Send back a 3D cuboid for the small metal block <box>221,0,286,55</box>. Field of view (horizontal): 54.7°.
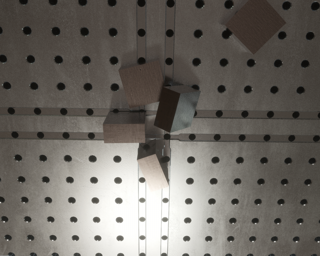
[{"bbox_3d":[0.110,-0.125,0.369,0.050,0.025,0.050,41,105,-14],"label":"small metal block"}]

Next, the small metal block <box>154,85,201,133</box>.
[{"bbox_3d":[0.022,-0.025,0.388,0.025,0.050,0.050,25,113,29],"label":"small metal block"}]

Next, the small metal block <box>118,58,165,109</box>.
[{"bbox_3d":[-0.020,-0.057,0.392,0.050,0.025,0.050,-13,110,4],"label":"small metal block"}]

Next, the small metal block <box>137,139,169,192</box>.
[{"bbox_3d":[-0.009,0.049,0.418,0.025,0.050,0.050,-19,109,7],"label":"small metal block"}]

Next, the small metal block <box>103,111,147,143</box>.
[{"bbox_3d":[-0.044,-0.002,0.399,0.050,0.050,0.025,-1,110,0],"label":"small metal block"}]
